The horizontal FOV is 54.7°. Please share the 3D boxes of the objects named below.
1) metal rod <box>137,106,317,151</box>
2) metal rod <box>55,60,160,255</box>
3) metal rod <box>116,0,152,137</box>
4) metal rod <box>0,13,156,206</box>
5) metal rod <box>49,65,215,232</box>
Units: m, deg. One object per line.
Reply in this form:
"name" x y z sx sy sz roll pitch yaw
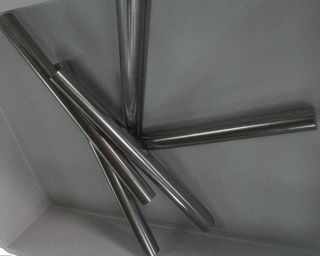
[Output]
"metal rod" 0.033 0.011 0.396 0.300 0.025 0.025 -10 114 32
"metal rod" -0.074 0.047 0.439 0.025 0.025 0.299 -21 96 35
"metal rod" -0.025 -0.056 0.293 0.025 0.025 0.299 31 158 8
"metal rod" -0.107 -0.022 0.406 0.025 0.025 0.300 -36 94 38
"metal rod" -0.025 0.039 0.412 0.025 0.025 0.300 -28 114 37
